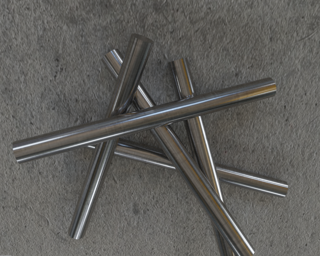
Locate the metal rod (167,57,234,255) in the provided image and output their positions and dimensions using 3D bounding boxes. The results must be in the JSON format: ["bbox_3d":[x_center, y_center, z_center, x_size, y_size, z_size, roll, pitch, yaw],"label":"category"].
[{"bbox_3d":[0.062,0.058,0.405,0.025,0.025,0.298,-15,100,5],"label":"metal rod"}]

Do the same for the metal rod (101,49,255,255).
[{"bbox_3d":[0.023,0.034,0.383,0.025,0.025,0.299,-34,92,11],"label":"metal rod"}]

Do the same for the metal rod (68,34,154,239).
[{"bbox_3d":[-0.070,0.029,0.391,0.025,0.025,0.298,19,116,-7],"label":"metal rod"}]

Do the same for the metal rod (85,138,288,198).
[{"bbox_3d":[0.031,0.049,0.427,0.302,0.025,0.025,15,109,-6],"label":"metal rod"}]

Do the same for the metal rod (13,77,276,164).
[{"bbox_3d":[-0.007,-0.012,0.354,0.302,0.025,0.025,-15,110,-11],"label":"metal rod"}]
